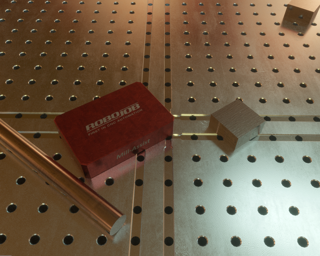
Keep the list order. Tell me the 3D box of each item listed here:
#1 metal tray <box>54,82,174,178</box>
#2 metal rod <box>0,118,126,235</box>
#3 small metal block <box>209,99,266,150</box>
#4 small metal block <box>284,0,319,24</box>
[{"bbox_3d":[-0.058,-0.003,0.406,0.131,0.030,0.090,-27,55,-22],"label":"metal tray"},{"bbox_3d":[-0.162,0.030,0.380,0.300,0.025,0.025,31,56,23],"label":"metal rod"},{"bbox_3d":[0.102,-0.006,0.414,0.050,0.025,0.050,-29,56,-23],"label":"small metal block"},{"bbox_3d":[0.282,-0.235,0.609,0.050,0.025,0.050,29,56,22],"label":"small metal block"}]
